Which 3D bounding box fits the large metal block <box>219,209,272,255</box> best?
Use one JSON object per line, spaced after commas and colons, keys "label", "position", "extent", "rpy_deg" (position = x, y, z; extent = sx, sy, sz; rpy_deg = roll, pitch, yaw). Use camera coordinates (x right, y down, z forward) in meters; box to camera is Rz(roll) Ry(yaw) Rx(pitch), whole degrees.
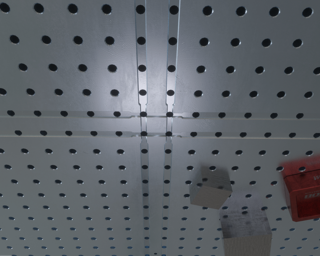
{"label": "large metal block", "position": [0.154, 0.195, 0.563], "extent": [0.080, 0.050, 0.080], "rpy_deg": [-8, 130, 6]}

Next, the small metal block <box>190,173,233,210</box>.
{"label": "small metal block", "position": [0.081, 0.103, 0.500], "extent": [0.050, 0.025, 0.050], "rpy_deg": [14, 129, -12]}

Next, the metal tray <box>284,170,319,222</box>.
{"label": "metal tray", "position": [0.274, 0.104, 0.499], "extent": [0.130, 0.030, 0.090], "rpy_deg": [-15, 129, 12]}
